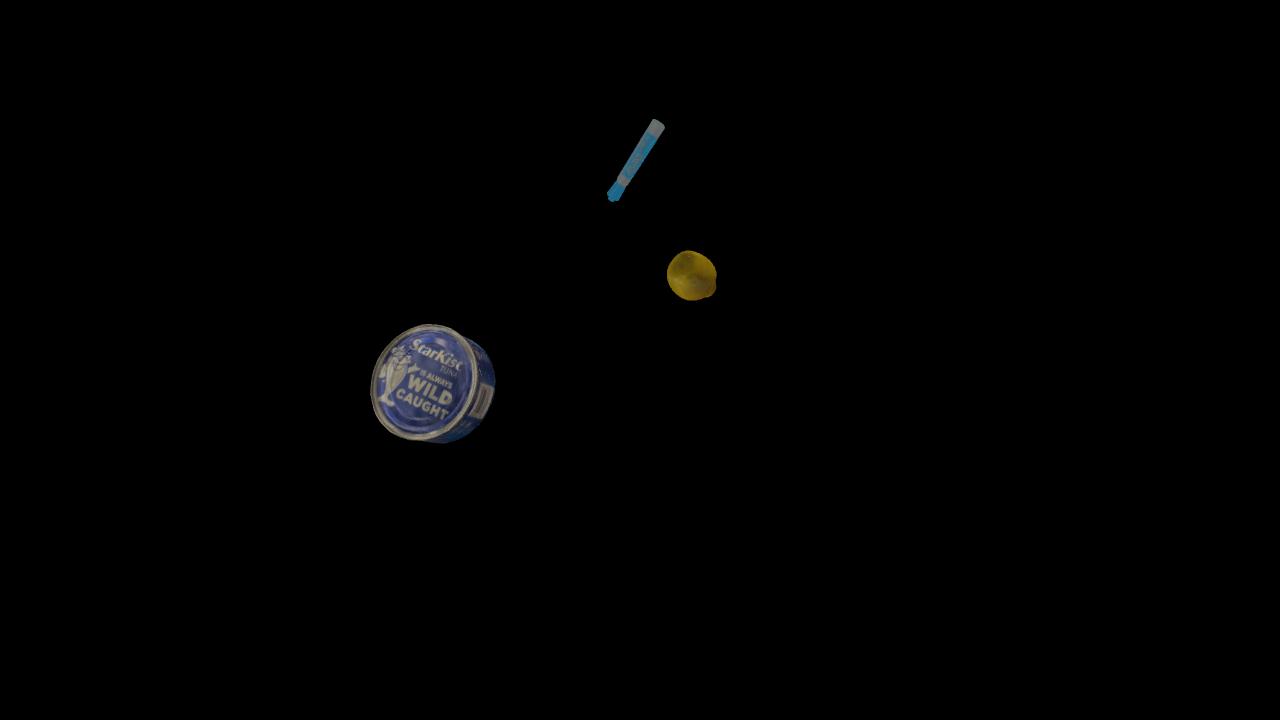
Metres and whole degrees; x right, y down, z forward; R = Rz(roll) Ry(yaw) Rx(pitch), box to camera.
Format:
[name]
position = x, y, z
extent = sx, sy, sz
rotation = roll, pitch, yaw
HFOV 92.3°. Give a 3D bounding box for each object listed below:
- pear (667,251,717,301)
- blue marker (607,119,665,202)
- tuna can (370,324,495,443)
[pear]
position = 0.093, -0.121, 0.976
extent = 0.080, 0.080, 0.111
rotation = 0, -25, 42
[blue marker]
position = -0.008, -0.257, 0.804
extent = 0.020, 0.020, 0.121
rotation = 0, -42, -46
[tuna can]
position = -0.149, 0.018, 0.448
extent = 0.084, 0.084, 0.034
rotation = 0, -12, 14
